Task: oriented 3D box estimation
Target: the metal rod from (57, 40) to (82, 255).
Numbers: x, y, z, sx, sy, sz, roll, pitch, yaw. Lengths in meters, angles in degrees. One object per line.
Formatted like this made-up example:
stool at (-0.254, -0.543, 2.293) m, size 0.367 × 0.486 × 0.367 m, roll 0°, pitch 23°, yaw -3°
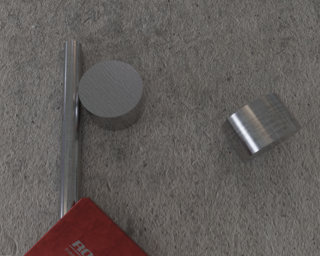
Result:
metal rod at (-0.115, 0.020, 0.400) m, size 0.025 × 0.025 × 0.299 m, roll -4°, pitch 70°, yaw -2°

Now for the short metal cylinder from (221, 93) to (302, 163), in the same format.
short metal cylinder at (0.123, 0.001, 0.380) m, size 0.080 × 0.080 × 0.050 m, roll -27°, pitch 72°, yaw -9°

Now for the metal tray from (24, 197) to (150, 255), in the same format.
metal tray at (-0.067, 0.151, 0.335) m, size 0.130 × 0.030 × 0.090 m, roll 44°, pitch 75°, yaw 1°

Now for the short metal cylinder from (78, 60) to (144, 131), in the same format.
short metal cylinder at (-0.062, -0.042, 0.410) m, size 0.081 × 0.050 × 0.080 m, roll 0°, pitch 70°, yaw 0°
